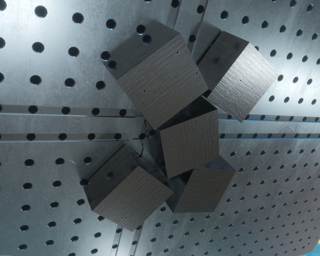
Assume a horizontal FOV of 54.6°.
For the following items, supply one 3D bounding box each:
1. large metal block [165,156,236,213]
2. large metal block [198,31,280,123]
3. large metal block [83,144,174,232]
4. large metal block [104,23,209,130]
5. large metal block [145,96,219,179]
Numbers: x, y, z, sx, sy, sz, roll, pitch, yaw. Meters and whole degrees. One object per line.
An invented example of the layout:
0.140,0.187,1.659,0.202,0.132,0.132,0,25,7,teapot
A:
0.056,0.081,0.475,0.081,0.050,0.080,9,114,-33,large metal block
0.095,-0.065,0.404,0.080,0.050,0.080,28,103,-40,large metal block
-0.042,0.083,0.420,0.080,0.050,0.080,-44,129,2,large metal block
-0.003,-0.059,0.356,0.080,0.050,0.080,-38,129,-2,large metal block
0.031,0.010,0.416,0.081,0.050,0.080,-21,127,-16,large metal block
